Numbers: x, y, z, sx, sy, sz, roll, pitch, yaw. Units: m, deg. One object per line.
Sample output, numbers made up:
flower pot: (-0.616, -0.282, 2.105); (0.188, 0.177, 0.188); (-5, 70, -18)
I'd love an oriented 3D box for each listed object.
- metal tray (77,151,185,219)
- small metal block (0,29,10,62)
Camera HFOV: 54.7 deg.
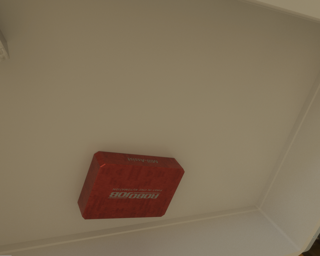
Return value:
metal tray: (-0.039, 0.083, 0.437); (0.131, 0.030, 0.089); (9, 114, -33)
small metal block: (-0.151, -0.084, 0.258); (0.025, 0.050, 0.050); (-24, 128, -14)
